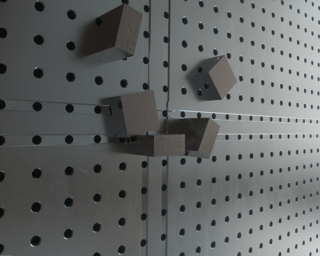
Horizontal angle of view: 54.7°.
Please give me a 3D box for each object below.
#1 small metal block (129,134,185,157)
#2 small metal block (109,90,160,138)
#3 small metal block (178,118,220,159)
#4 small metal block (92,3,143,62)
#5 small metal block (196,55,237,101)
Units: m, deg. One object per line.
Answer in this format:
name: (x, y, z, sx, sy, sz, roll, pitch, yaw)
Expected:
small metal block: (-0.004, 0.020, 0.392, 0.050, 0.050, 0.025, -1, 91, -40)
small metal block: (-0.031, -0.018, 0.385, 0.050, 0.025, 0.050, -16, 100, -39)
small metal block: (0.051, 0.014, 0.438, 0.025, 0.050, 0.050, 34, 69, -35)
small metal block: (-0.049, -0.106, 0.353, 0.025, 0.050, 0.050, 18, 79, -39)
small metal block: (0.090, -0.079, 0.487, 0.050, 0.025, 0.050, -47, 118, -30)
